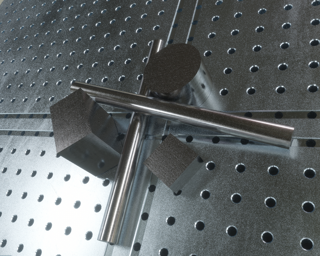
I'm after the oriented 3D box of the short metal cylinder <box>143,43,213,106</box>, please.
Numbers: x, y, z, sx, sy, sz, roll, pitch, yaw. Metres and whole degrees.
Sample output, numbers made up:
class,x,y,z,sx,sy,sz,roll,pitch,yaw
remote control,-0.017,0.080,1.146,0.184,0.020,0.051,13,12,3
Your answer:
class,x,y,z,sx,sy,sz,roll,pitch,yaw
short metal cylinder,0.025,-0.067,0.419,0.080,0.050,0.080,-13,56,20

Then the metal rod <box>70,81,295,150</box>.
class,x,y,z,sx,sy,sz,roll,pitch,yaw
metal rod,0.008,-0.023,0.392,0.301,0.025,0.025,14,69,25

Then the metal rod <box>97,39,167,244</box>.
class,x,y,z,sx,sy,sz,roll,pitch,yaw
metal rod,-0.031,0.000,0.423,0.025,0.025,0.300,-1,61,27

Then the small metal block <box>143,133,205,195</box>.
class,x,y,z,sx,sy,sz,roll,pitch,yaw
small metal block,0.017,0.042,0.373,0.050,0.025,0.050,-48,52,-6

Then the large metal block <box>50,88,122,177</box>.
class,x,y,z,sx,sy,sz,roll,pitch,yaw
large metal block,-0.096,0.007,0.416,0.050,0.080,0.080,-31,52,8
